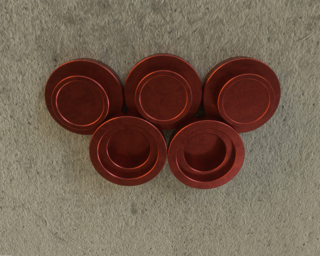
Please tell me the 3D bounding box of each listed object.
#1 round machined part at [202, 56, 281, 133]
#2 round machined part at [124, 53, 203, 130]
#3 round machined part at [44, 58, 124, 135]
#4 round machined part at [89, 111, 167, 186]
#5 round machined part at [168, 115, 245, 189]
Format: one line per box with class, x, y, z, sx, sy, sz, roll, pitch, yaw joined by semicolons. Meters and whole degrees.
round machined part;0.103;-0.039;0.389;0.099;0.042;0.097;0;110;-1
round machined part;0.004;-0.042;0.387;0.099;0.042;0.097;0;110;-1
round machined part;-0.095;-0.036;0.387;0.099;0.042;0.097;0;110;-1
round machined part;-0.040;0.024;0.410;0.099;0.042;0.097;0;110;-1
round machined part;0.059;0.029;0.413;0.099;0.042;0.097;0;110;-1
